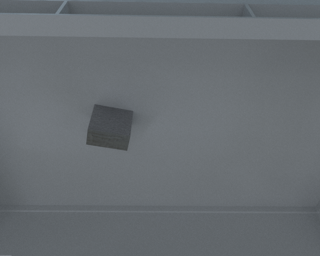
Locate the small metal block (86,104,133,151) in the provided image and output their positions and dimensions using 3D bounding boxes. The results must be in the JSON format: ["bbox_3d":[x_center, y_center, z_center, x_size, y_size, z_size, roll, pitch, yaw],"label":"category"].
[{"bbox_3d":[-0.062,-0.001,0.391,0.050,0.050,0.025,10,129,-8],"label":"small metal block"}]
